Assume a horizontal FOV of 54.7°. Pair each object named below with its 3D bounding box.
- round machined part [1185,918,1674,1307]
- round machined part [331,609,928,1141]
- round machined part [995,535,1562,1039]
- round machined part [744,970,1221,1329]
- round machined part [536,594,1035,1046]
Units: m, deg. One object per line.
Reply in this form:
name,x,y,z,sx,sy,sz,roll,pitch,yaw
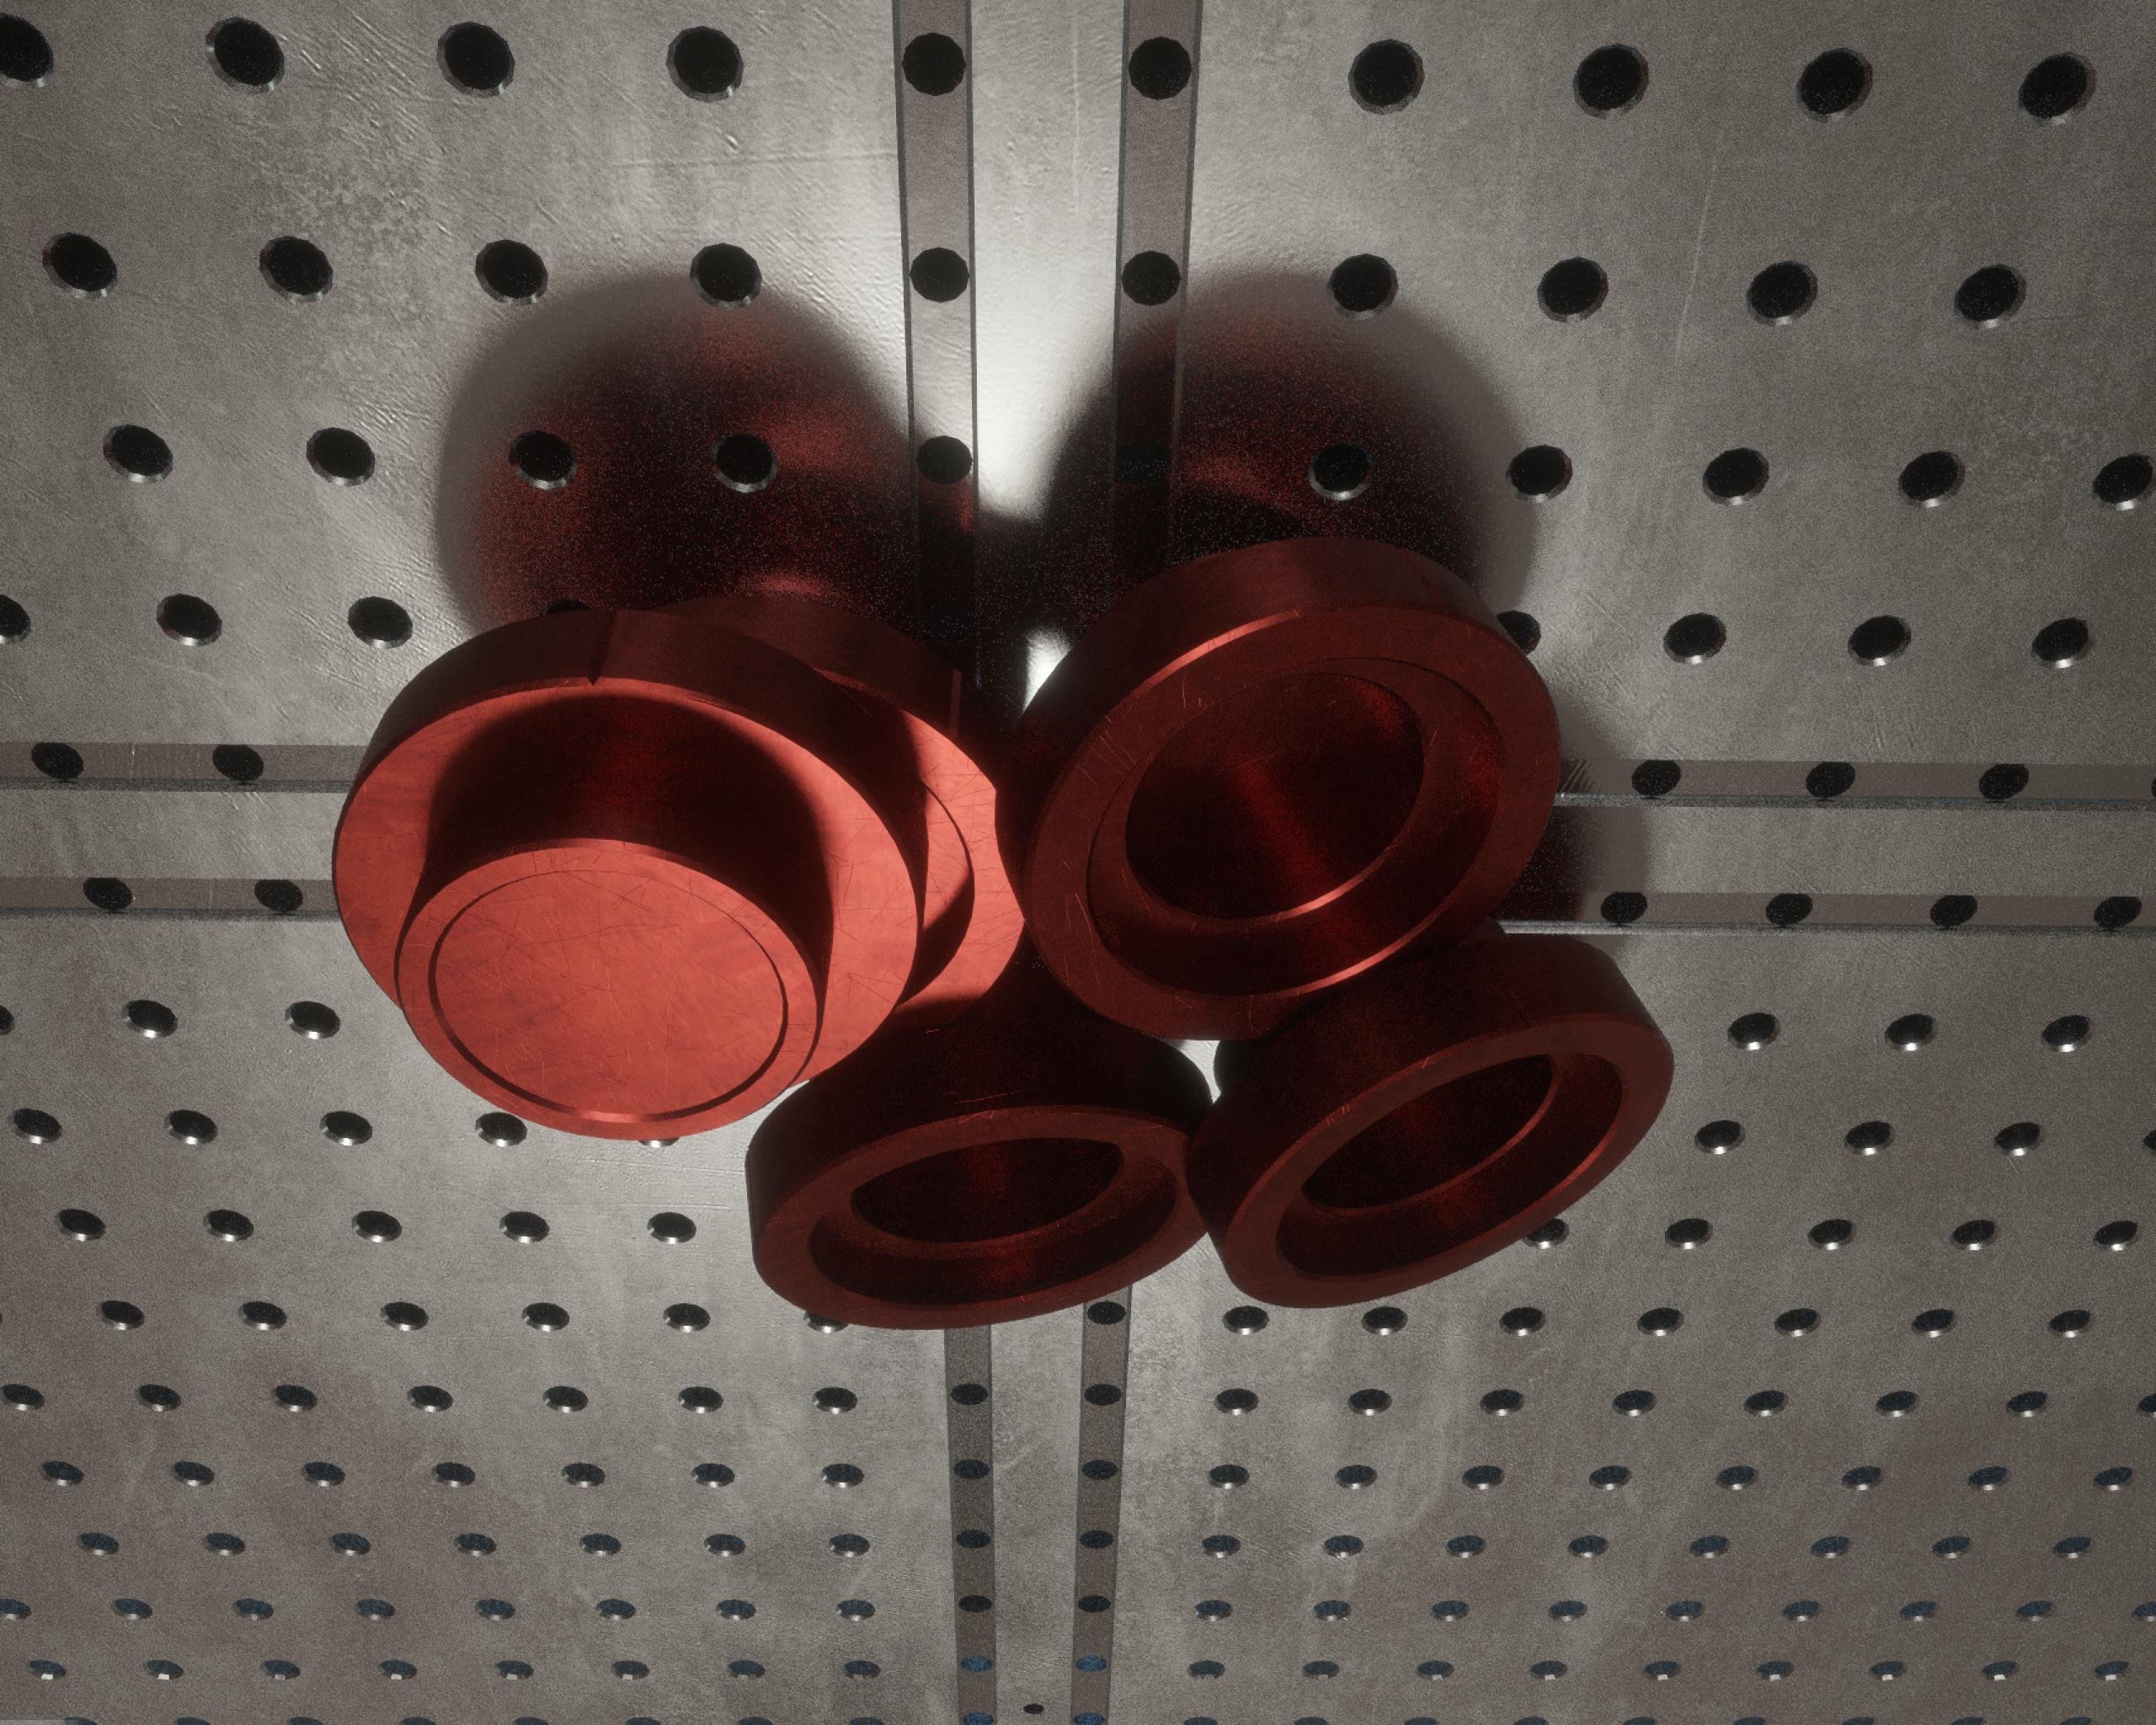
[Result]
round machined part,0.067,0.046,0.425,0.099,0.042,0.097,-17,143,-13
round machined part,-0.075,0.009,0.351,0.099,0.042,0.097,-1,130,0
round machined part,0.032,-0.017,0.375,0.099,0.042,0.097,-11,133,-12
round machined part,-0.020,0.058,0.438,0.099,0.042,0.098,-8,145,-6
round machined part,-0.057,-0.010,0.391,0.099,0.042,0.097,-1,130,0
